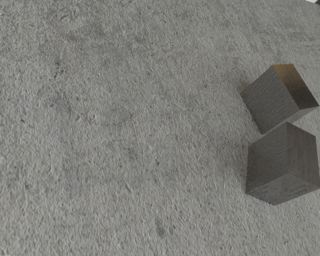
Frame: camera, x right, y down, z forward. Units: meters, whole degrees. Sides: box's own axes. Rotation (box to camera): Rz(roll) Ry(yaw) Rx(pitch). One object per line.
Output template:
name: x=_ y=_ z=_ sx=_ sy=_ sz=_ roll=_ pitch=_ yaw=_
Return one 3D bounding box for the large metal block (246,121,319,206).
large metal block: x=0.166 y=0.051 z=0.426 sx=0.050 sy=0.080 sz=0.080 roll=25 pitch=53 yaw=-13

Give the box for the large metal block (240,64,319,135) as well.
large metal block: x=0.188 y=-0.045 z=0.497 sx=0.050 sy=0.080 sz=0.080 roll=-10 pitch=67 yaw=-32
